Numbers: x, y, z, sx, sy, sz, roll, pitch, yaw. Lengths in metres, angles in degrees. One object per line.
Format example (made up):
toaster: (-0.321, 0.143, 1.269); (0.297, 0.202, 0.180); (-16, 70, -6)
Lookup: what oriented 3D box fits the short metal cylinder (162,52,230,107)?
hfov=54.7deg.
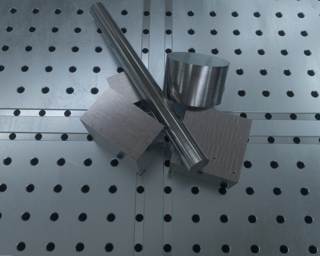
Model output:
short metal cylinder: (0.045, -0.065, 0.400); (0.080, 0.080, 0.050); (8, 114, 2)

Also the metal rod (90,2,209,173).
metal rod: (-0.027, -0.071, 0.405); (0.025, 0.025, 0.299); (-26, 61, -10)

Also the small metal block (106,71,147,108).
small metal block: (-0.040, -0.052, 0.431); (0.050, 0.025, 0.050); (-23, 72, -9)

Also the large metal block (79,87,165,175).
large metal block: (-0.042, 0.007, 0.379); (0.080, 0.080, 0.050); (35, 74, 11)

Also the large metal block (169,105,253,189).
large metal block: (0.062, 0.023, 0.390); (0.080, 0.050, 0.080); (17, 71, 5)
